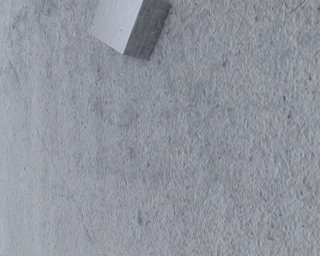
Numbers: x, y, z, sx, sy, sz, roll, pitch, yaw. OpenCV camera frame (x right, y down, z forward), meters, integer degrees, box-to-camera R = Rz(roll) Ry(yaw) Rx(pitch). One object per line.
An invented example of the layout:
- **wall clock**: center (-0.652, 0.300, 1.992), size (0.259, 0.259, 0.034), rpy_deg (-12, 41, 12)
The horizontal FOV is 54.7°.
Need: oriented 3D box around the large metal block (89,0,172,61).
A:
- **large metal block**: center (-0.042, -0.149, 0.424), size (0.080, 0.050, 0.079), rpy_deg (37, 113, 33)
